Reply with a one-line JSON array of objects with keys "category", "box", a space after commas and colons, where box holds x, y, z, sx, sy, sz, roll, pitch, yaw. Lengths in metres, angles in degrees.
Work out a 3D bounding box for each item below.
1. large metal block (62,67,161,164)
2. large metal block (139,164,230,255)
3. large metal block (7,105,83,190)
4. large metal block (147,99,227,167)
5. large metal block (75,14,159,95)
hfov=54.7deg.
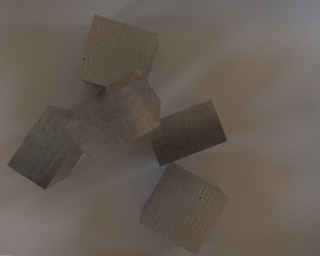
[{"category": "large metal block", "box": [-0.047, -0.017, 0.339, 0.080, 0.080, 0.050, -31, 108, 13]}, {"category": "large metal block", "box": [0.029, 0.100, 0.399, 0.080, 0.050, 0.080, 31, 90, -1]}, {"category": "large metal block", "box": [-0.126, 0.021, 0.382, 0.050, 0.080, 0.080, 34, 90, -1]}, {"category": "large metal block", "box": [0.028, 0.005, 0.384, 0.080, 0.080, 0.050, -21, 90, 0]}, {"category": "large metal block", "box": [-0.052, -0.087, 0.398, 0.080, 0.050, 0.080, 17, 90, -1]}]
